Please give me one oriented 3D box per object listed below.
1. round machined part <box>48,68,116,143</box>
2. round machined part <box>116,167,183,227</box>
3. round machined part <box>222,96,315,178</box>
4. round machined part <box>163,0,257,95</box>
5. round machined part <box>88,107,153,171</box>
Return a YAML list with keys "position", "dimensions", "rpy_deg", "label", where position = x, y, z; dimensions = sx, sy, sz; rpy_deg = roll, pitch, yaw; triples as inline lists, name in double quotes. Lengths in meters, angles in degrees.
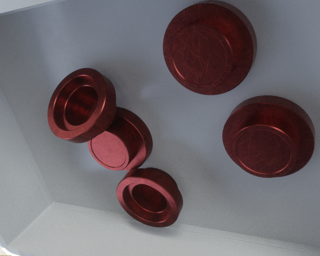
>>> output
- position: [-0.098, -0.026, 0.411]
  dimensions: [0.098, 0.098, 0.042]
  rpy_deg: [-3, 161, 29]
  label: "round machined part"
- position: [-0.012, 0.098, 0.462]
  dimensions: [0.098, 0.042, 0.097]
  rpy_deg: [13, 126, 18]
  label: "round machined part"
- position: [0.118, 0.016, 0.346]
  dimensions: [0.098, 0.042, 0.097]
  rpy_deg: [13, 124, 21]
  label: "round machined part"
- position: [0.047, -0.079, 0.324]
  dimensions: [0.098, 0.042, 0.097]
  rpy_deg: [13, 124, 21]
  label: "round machined part"
- position: [-0.063, 0.022, 0.445]
  dimensions: [0.098, 0.042, 0.097]
  rpy_deg: [13, 124, 21]
  label: "round machined part"
